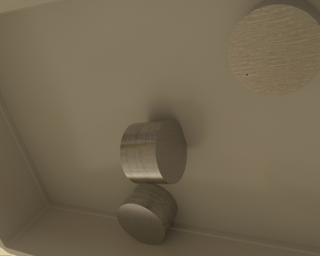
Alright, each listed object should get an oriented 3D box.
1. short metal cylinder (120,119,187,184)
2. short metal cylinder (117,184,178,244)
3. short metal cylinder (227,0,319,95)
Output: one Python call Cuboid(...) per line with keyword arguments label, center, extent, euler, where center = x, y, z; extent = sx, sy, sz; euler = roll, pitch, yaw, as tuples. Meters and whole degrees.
Cuboid(label="short metal cylinder", center=(-0.006, 0.031, 0.394), extent=(0.050, 0.080, 0.080), euler=(-5, 116, 30))
Cuboid(label="short metal cylinder", center=(-0.019, 0.132, 0.483), extent=(0.080, 0.050, 0.079), euler=(13, 124, 20))
Cuboid(label="short metal cylinder", center=(0.109, -0.077, 0.287), extent=(0.080, 0.050, 0.079), euler=(13, 124, 20))
